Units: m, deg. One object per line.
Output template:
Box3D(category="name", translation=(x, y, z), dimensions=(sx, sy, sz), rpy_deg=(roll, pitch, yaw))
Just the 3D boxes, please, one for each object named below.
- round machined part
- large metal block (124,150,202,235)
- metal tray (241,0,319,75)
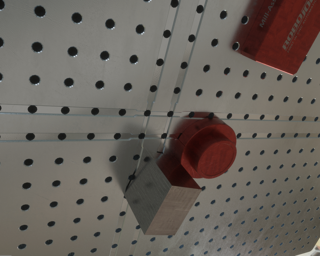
Box3D(category="round machined part", translation=(0.074, 0.037, 0.463), dimensions=(0.099, 0.042, 0.097), rpy_deg=(-14, 124, -21))
Box3D(category="large metal block", translation=(0.001, 0.090, 0.431), dimensions=(0.050, 0.080, 0.080), rpy_deg=(15, 111, -34))
Box3D(category="metal tray", translation=(0.176, -0.144, 0.414), dimensions=(0.091, 0.030, 0.129), rpy_deg=(10, 114, -33))
